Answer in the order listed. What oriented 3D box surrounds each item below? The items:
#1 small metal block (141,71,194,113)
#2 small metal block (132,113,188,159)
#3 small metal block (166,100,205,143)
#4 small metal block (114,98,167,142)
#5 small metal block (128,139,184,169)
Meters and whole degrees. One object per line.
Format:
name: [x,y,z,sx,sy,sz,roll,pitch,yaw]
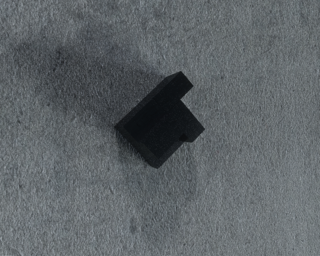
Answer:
small metal block: [0.008,-0.044,0.401,0.050,0.050,0.025,-45,105,-15]
small metal block: [-0.001,0.009,0.371,0.050,0.050,0.025,-45,105,-15]
small metal block: [0.024,-0.008,0.407,0.025,0.050,0.050,-45,105,-14]
small metal block: [-0.026,-0.010,0.388,0.050,0.050,0.025,-45,105,-15]
small metal block: [-0.006,0.018,0.409,0.050,0.025,0.050,-44,104,-15]
